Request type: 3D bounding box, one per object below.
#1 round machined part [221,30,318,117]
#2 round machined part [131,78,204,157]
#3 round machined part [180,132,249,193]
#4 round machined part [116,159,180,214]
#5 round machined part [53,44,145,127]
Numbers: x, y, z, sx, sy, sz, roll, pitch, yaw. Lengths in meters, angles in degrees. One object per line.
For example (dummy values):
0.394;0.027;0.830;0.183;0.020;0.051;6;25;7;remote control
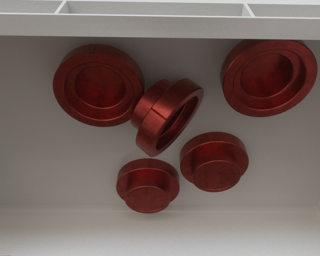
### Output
0.117;-0.063;0.345;0.099;0.042;0.097;0;130;0;round machined part
0.004;-0.017;0.359;0.042;0.099;0.097;38;129;15;round machined part
0.078;0.056;0.446;0.099;0.042;0.097;0;130;0;round machined part
-0.019;0.096;0.479;0.099;0.042;0.097;0;130;0;round machined part
-0.067;-0.051;0.353;0.099;0.042;0.097;0;130;0;round machined part
